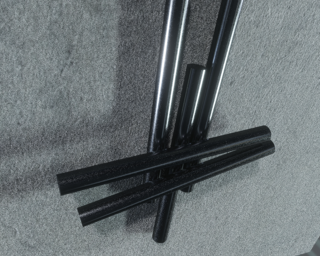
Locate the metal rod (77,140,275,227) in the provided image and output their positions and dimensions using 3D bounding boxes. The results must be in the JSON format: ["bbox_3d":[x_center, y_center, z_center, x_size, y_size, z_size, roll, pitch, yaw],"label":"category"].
[{"bbox_3d":[0.036,0.071,0.438,0.302,0.025,0.025,-17,126,-19],"label":"metal rod"}]

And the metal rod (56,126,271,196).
[{"bbox_3d":[0.022,0.037,0.409,0.303,0.025,0.025,-12,124,-22],"label":"metal rod"}]

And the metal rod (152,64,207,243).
[{"bbox_3d":[0.023,0.054,0.454,0.025,0.025,0.298,-5,121,-27],"label":"metal rod"}]

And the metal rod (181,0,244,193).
[{"bbox_3d":[0.064,-0.036,0.421,0.025,0.025,0.298,-4,121,-27],"label":"metal rod"}]

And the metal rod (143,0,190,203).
[{"bbox_3d":[0.003,-0.025,0.393,0.025,0.025,0.298,-7,122,-26],"label":"metal rod"}]
